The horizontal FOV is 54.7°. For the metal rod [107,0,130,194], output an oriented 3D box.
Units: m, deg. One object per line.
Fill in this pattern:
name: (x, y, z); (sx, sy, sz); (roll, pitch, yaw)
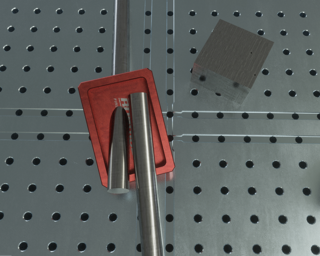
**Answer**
metal rod: (-0.053, -0.063, 0.418); (0.025, 0.025, 0.299); (-2, 64, -1)

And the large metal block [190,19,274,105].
large metal block: (0.099, -0.092, 0.433); (0.080, 0.050, 0.080); (27, 72, 9)

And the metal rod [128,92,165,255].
metal rod: (-0.011, 0.106, 0.348); (0.025, 0.025, 0.299); (-6, 79, -2)

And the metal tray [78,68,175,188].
metal tray: (-0.041, -0.001, 0.385); (0.091, 0.030, 0.129); (-14, 91, -5)
